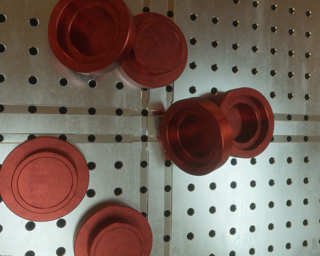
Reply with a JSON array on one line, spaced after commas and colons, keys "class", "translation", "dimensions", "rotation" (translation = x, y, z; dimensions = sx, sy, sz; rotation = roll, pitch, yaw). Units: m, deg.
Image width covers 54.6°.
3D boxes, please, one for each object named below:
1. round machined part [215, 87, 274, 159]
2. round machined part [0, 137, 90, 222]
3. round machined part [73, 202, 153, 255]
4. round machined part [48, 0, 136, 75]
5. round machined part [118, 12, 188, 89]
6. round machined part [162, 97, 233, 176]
[{"class": "round machined part", "translation": [0.111, -0.007, 0.441], "dimensions": [0.099, 0.042, 0.097], "rotation": [1, 89, -25]}, {"class": "round machined part", "translation": [-0.131, 0.059, 0.355], "dimensions": [0.099, 0.042, 0.097], "rotation": [0, 90, -20]}, {"class": "round machined part", "translation": [-0.055, 0.145, 0.383], "dimensions": [0.099, 0.042, 0.097], "rotation": [0, 90, -20]}, {"class": "round machined part", "translation": [-0.075, -0.109, 0.360], "dimensions": [0.098, 0.042, 0.097], "rotation": [0, 90, 13]}, {"class": "round machined part", "translation": [-0.008, -0.101, 0.400], "dimensions": [0.099, 0.042, 0.097], "rotation": [0, 90, -20]}, {"class": "round machined part", "translation": [0.051, 0.008, 0.397], "dimensions": [0.042, 0.098, 0.098], "rotation": [-17, 97, -43]}]
